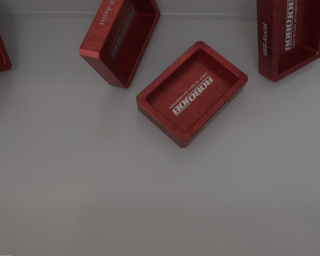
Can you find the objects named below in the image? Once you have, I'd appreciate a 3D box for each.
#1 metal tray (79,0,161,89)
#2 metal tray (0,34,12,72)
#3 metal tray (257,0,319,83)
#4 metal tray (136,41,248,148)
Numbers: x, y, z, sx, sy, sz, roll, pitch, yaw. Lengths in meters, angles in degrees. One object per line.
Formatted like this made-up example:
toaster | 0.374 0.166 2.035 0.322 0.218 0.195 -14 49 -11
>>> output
metal tray | -0.048 -0.129 0.412 0.030 0.090 0.130 16 76 23
metal tray | -0.251 -0.126 0.387 0.030 0.090 0.129 -8 107 22
metal tray | 0.173 -0.134 0.404 0.090 0.129 0.030 -29 45 -10
metal tray | 0.044 -0.048 0.424 0.090 0.030 0.130 42 75 14
